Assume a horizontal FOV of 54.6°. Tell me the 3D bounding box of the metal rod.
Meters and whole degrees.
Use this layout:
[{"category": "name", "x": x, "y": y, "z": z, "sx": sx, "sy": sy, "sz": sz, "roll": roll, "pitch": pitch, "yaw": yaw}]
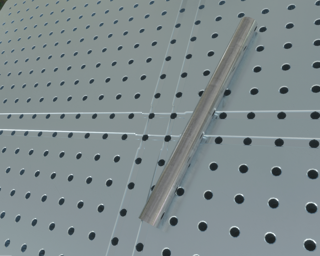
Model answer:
[{"category": "metal rod", "x": 0.055, "y": -0.019, "z": 0.391, "sx": 0.025, "sy": 0.025, "sz": 0.300, "roll": 17, "pitch": 70, "yaw": 35}]
